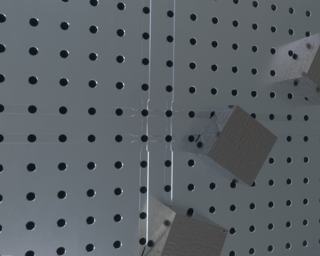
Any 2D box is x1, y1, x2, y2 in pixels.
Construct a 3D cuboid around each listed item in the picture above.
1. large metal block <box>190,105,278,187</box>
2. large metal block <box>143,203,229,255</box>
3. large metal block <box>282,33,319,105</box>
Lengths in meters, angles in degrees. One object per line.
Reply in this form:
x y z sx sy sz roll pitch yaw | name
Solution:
0.104 0.024 0.437 0.080 0.050 0.080 36 79 -17 | large metal block
0.032 0.156 0.411 0.080 0.050 0.080 23 82 -19 | large metal block
0.255 -0.092 0.492 0.080 0.050 0.080 29 80 -18 | large metal block
